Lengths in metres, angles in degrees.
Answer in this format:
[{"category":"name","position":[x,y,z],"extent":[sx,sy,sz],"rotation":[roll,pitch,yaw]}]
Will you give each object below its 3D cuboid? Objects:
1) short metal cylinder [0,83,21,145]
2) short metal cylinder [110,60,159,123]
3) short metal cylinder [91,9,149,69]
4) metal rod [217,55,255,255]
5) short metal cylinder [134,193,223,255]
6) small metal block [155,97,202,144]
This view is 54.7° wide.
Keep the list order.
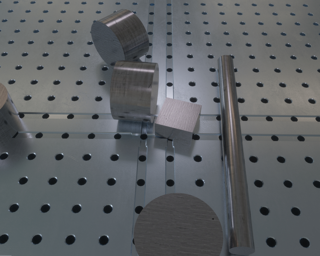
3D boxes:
[{"category":"short metal cylinder","position":[-0.232,-0.018,0.405],"extent":[0.081,0.050,0.080],"rotation":[0,50,0]},{"category":"short metal cylinder","position":[-0.032,-0.048,0.412],"extent":[0.050,0.080,0.080],"rotation":[6,50,5]},{"category":"short metal cylinder","position":[-0.063,-0.139,0.488],"extent":[0.080,0.080,0.050],"rotation":[37,59,27]},{"category":"metal rod","position":[0.093,0.007,0.402],"extent":[0.025,0.025,0.300],"rotation":[4,50,3]},{"category":"short metal cylinder","position":[0.017,0.110,0.299],"extent":[0.081,0.050,0.080],"rotation":[0,50,0]},{"category":"small metal block","position":[0.025,-0.011,0.417],"extent":[0.050,0.025,0.050],"rotation":[14,51,11]}]
